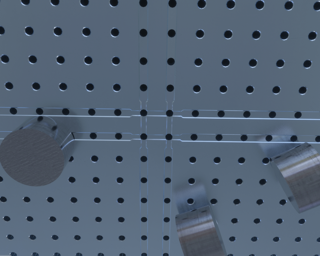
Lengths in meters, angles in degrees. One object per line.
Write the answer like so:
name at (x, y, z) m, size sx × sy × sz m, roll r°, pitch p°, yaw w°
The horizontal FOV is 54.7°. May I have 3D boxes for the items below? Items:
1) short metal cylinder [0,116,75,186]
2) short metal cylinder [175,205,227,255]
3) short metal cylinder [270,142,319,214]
short metal cylinder at (-0.160, 0.029, 0.409) m, size 0.081 × 0.050 × 0.079 m, roll 0°, pitch 110°, yaw 0°
short metal cylinder at (0.059, 0.156, 0.442) m, size 0.050 × 0.080 × 0.080 m, roll -20°, pitch 109°, yaw 7°
short metal cylinder at (0.188, 0.066, 0.410) m, size 0.050 × 0.080 × 0.080 m, roll -26°, pitch 108°, yaw 9°
